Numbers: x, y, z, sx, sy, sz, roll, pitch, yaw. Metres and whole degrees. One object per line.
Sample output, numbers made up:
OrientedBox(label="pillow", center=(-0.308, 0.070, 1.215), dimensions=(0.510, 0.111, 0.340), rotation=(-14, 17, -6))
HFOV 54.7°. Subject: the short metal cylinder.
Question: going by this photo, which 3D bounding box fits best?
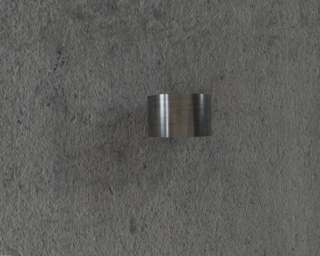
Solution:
OrientedBox(label="short metal cylinder", center=(0.024, -0.015, 0.391), dimensions=(0.081, 0.080, 0.050), rotation=(-1, 91, -20))
